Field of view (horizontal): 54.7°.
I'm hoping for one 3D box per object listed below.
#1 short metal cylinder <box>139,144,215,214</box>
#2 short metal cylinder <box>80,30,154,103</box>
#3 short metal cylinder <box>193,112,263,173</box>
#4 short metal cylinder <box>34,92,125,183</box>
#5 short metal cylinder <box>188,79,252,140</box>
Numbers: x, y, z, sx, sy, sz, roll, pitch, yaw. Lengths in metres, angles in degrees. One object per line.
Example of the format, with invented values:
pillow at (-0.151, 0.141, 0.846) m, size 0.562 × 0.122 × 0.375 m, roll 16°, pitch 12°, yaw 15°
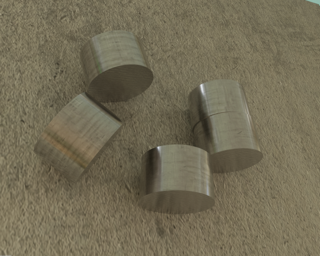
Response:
short metal cylinder at (0.018, 0.059, 0.342) m, size 0.081 × 0.080 × 0.050 m, roll 15°, pitch 56°, yaw -20°
short metal cylinder at (-0.054, -0.074, 0.384) m, size 0.081 × 0.080 × 0.050 m, roll -5°, pitch 65°, yaw -31°
short metal cylinder at (0.087, 0.021, 0.402) m, size 0.081 × 0.080 × 0.050 m, roll 8°, pitch 58°, yaw -24°
short metal cylinder at (-0.081, 0.010, 0.319) m, size 0.050 × 0.080 × 0.080 m, roll 38°, pitch 51°, yaw -3°
short metal cylinder at (0.081, -0.023, 0.426) m, size 0.081 × 0.080 × 0.050 m, roll 9°, pitch 58°, yaw -24°
